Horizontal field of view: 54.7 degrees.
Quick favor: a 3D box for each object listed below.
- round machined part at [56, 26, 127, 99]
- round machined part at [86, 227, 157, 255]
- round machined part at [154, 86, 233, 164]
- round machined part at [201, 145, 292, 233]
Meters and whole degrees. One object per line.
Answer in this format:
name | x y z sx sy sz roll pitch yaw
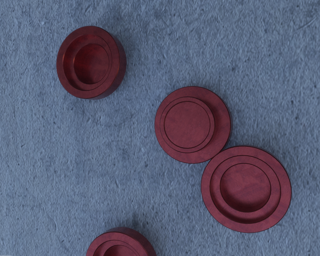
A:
round machined part | -0.091 -0.088 0.432 0.098 0.042 0.097 0 90 20
round machined part | -0.047 0.181 0.417 0.098 0.042 0.097 0 90 20
round machined part | 0.038 -0.004 0.386 0.098 0.042 0.097 0 90 20
round machined part | 0.101 0.068 0.364 0.098 0.042 0.097 0 90 20
